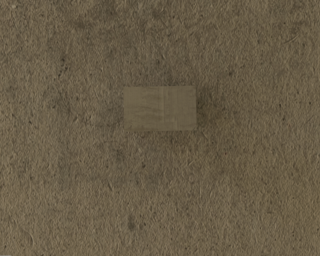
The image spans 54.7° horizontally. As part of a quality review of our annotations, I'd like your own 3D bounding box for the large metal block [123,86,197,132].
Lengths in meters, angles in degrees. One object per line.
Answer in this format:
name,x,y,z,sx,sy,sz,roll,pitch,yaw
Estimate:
large metal block,0.000,-0.022,0.384,0.081,0.080,0.050,-1,90,-1
